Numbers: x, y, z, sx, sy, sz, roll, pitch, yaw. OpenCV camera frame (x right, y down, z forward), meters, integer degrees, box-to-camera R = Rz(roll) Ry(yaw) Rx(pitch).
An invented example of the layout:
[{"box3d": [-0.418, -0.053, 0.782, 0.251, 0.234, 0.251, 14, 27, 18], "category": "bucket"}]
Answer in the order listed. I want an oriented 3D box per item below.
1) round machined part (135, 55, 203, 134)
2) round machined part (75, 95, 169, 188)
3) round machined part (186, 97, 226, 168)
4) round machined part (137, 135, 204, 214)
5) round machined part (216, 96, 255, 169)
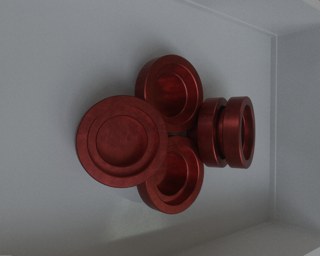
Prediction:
[{"box3d": [0.007, -0.042, 0.398, 0.099, 0.042, 0.097, 0, 90, -40], "category": "round machined part"}, {"box3d": [-0.044, 0.014, 0.343, 0.099, 0.042, 0.097, 0, 90, -19], "category": "round machined part"}, {"box3d": [0.070, 0.006, 0.438, 0.098, 0.042, 0.097, 2, 87, -62], "category": "round machined part"}, {"box3d": [0.008, 0.057, 0.400, 0.099, 0.042, 0.097, 0, 90, -40], "category": "round machined part"}, {"box3d": [0.100, 0.006, 0.426, 0.098, 0.042, 0.097, 0, 90, -62], "category": "round machined part"}]
